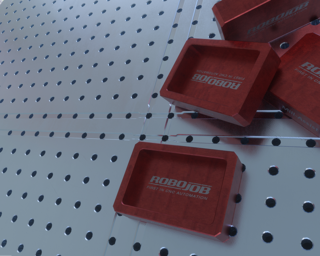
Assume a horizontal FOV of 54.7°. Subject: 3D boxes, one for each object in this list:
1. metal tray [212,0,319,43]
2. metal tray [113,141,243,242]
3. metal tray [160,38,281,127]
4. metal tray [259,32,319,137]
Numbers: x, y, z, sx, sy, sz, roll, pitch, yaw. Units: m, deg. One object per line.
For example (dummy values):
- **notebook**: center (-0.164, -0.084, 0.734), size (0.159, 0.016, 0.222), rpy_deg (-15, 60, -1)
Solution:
- **metal tray**: center (0.137, -0.144, 0.379), size (0.130, 0.090, 0.030), rpy_deg (-24, 69, 13)
- **metal tray**: center (0.019, 0.067, 0.352), size (0.130, 0.030, 0.090), rpy_deg (5, 64, 30)
- **metal tray**: center (0.067, -0.062, 0.380), size (0.130, 0.030, 0.090), rpy_deg (22, 83, 47)
- **metal tray**: center (0.183, -0.041, 0.334), size (0.090, 0.030, 0.130), rpy_deg (-42, 51, -1)
